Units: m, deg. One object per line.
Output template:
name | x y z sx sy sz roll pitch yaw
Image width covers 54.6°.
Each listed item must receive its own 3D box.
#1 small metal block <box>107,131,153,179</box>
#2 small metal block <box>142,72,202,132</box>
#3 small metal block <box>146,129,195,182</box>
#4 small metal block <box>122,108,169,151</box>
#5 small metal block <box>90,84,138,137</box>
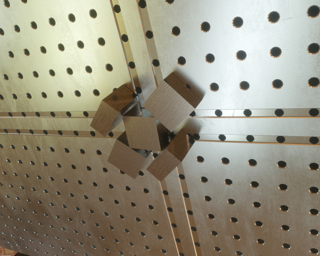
small metal block | -0.044 0.040 0.460 0.050 0.025 0.050 33 128 6
small metal block | 0.014 -0.031 0.385 0.050 0.025 0.050 42 130 -1
small metal block | 0.015 0.036 0.410 0.025 0.050 0.050 41 129 1
small metal block | -0.019 0.002 0.422 0.050 0.025 0.050 4 119 27
small metal block | -0.061 -0.023 0.413 0.025 0.050 0.050 37 130 2
